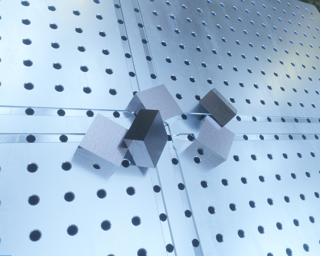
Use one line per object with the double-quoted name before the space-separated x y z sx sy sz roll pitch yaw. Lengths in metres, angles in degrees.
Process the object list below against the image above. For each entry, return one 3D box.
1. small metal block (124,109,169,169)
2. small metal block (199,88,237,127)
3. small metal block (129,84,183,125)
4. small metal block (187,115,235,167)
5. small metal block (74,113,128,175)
"small metal block" -0.015 0.013 0.375 0.025 0.050 0.050 5 48 24
"small metal block" 0.088 -0.032 0.463 0.050 0.025 0.050 46 18 3
"small metal block" -0.005 -0.028 0.424 0.050 0.025 0.050 -24 75 -37
"small metal block" 0.073 0.018 0.439 0.050 0.025 0.050 34 51 -6
"small metal block" -0.064 0.018 0.363 0.050 0.025 0.050 30 52 -10
